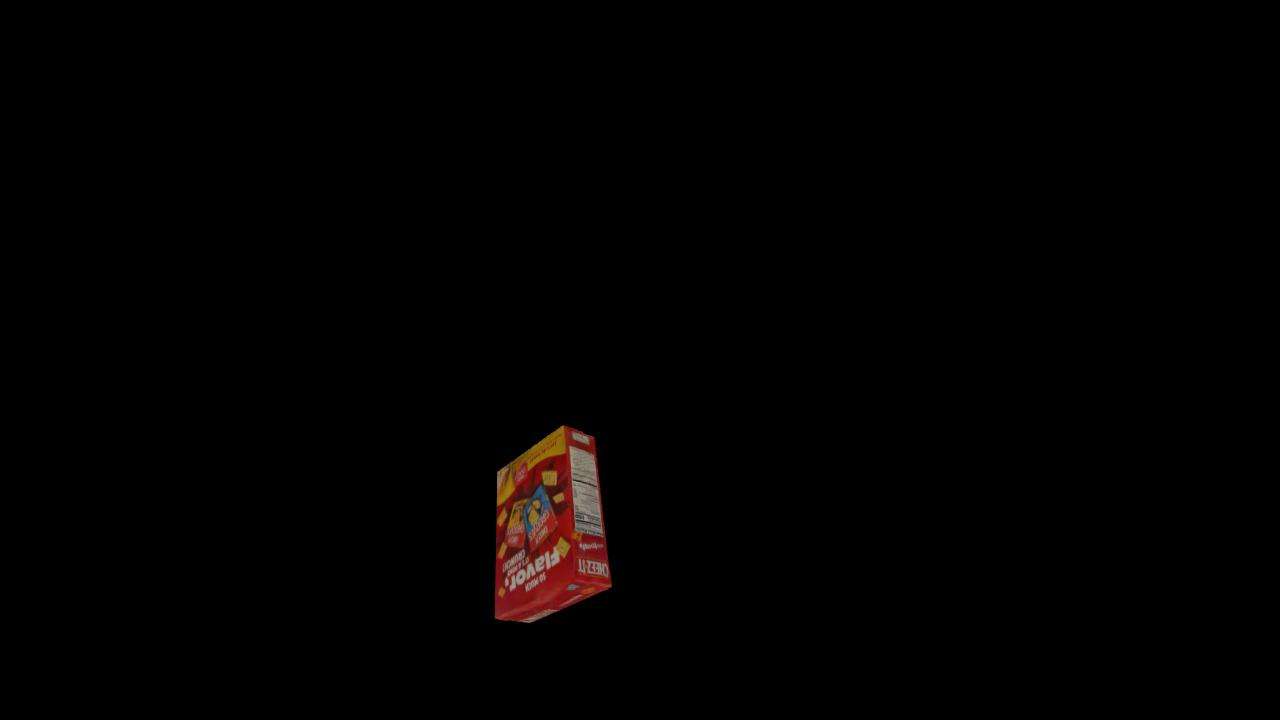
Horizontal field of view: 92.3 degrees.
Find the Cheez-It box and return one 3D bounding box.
[{"bbox_3d":[-0.127,0.227,0.854,0.071,0.223,0.166,27,-50,-38],"label":"Cheez-It box"}]
